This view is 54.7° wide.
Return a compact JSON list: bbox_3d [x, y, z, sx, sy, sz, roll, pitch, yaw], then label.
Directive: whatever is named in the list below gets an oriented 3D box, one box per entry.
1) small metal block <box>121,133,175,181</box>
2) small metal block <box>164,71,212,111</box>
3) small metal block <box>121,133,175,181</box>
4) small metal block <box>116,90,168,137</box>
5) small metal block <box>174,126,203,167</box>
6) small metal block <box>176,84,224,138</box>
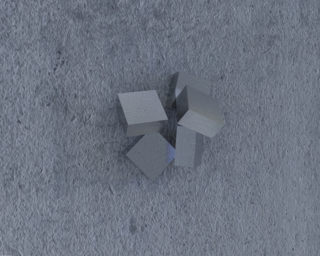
[{"bbox_3d":[-0.013,0.033,0.407,0.050,0.025,0.050,-47,105,-14],"label":"small metal block"},{"bbox_3d":[0.039,-0.045,0.426,0.050,0.025,0.050,15,85,-20],"label":"small metal block"},{"bbox_3d":[-0.013,0.033,0.407,0.050,0.025,0.050,-47,105,-14],"label":"small metal block"},{"bbox_3d":[-0.024,-0.019,0.389,0.050,0.025,0.050,-8,55,-21],"label":"small metal block"},{"bbox_3d":[0.039,0.024,0.410,0.025,0.050,0.050,4,88,18],"label":"small metal block"},{"bbox_3d":[0.049,-0.021,0.389,0.050,0.025,0.050,23,39,-19],"label":"small metal block"}]
